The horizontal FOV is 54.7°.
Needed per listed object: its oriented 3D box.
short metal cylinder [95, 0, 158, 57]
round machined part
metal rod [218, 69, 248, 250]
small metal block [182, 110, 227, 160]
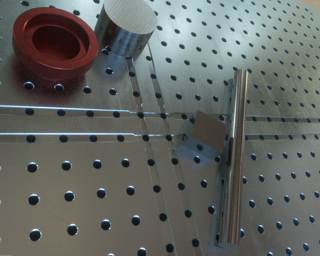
[{"bbox_3d":[-0.051,-0.152,0.459,0.081,0.050,0.080,14,56,-21],"label":"short metal cylinder"},{"bbox_3d":[-0.131,-0.100,0.388,0.099,0.042,0.098,14,56,-21],"label":"round machined part"},{"bbox_3d":[0.112,0.023,0.456,0.025,0.025,0.300,25,53,-14],"label":"metal rod"},{"bbox_3d":[0.064,0.010,0.439,0.050,0.025,0.050,27,52,-12],"label":"small metal block"}]
